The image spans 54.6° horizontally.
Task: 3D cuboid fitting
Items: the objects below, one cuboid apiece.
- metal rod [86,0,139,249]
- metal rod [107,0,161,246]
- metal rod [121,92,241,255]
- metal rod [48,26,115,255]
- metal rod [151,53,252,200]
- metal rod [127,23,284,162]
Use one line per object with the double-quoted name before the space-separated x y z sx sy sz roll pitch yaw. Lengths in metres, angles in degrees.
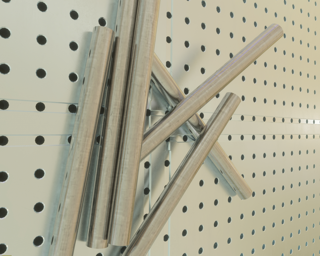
"metal rod" -0.054 -0.016 0.363 0.025 0.025 0.299 11 83 -39
"metal rod" -0.028 -0.022 0.356 0.025 0.025 0.299 12 82 -39
"metal rod" 0.025 0.073 0.408 0.025 0.025 0.300 46 69 -30
"metal rod" -0.087 0.036 0.335 0.025 0.025 0.299 15 80 -39
"metal rod" 0.062 0.009 0.459 0.300 0.025 0.025 51 60 -28
"metal rod" 0.065 -0.051 0.419 0.301 0.025 0.025 -41 116 -18
